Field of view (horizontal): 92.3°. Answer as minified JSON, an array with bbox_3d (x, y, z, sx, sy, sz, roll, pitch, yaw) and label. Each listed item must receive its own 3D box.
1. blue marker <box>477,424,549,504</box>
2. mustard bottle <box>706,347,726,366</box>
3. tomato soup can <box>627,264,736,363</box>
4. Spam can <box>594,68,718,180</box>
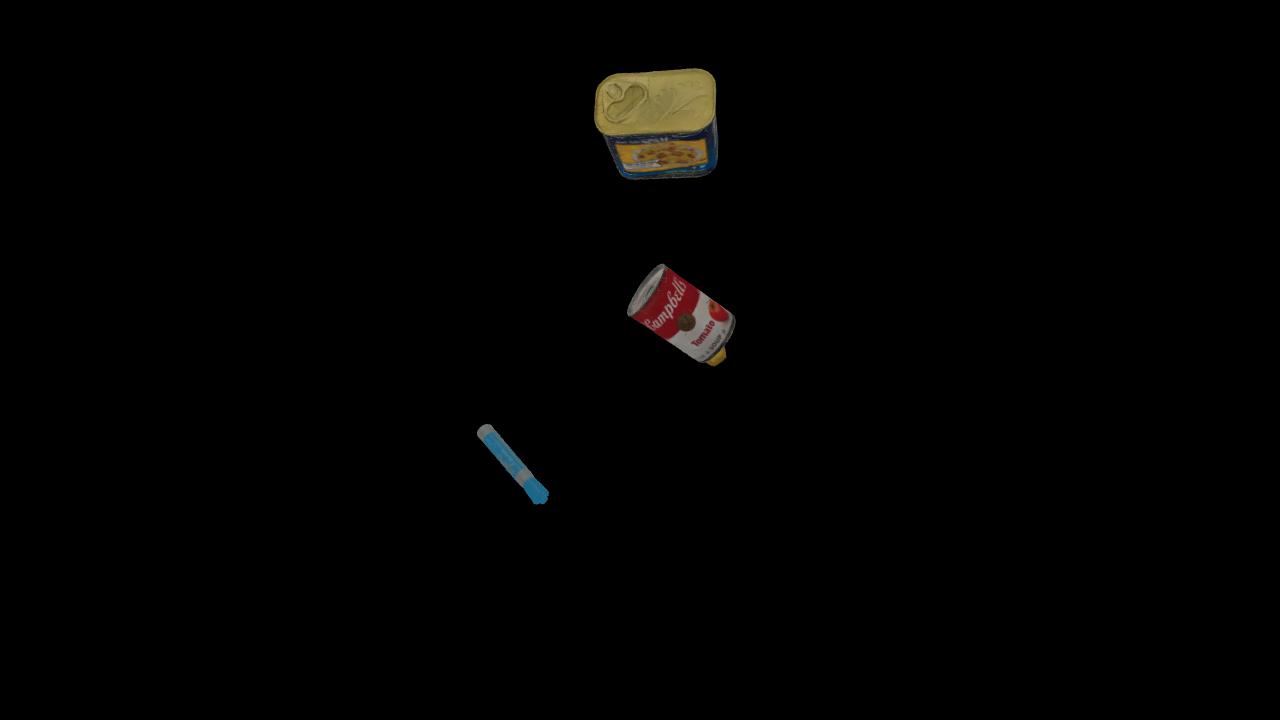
[{"bbox_3d":[-0.135,0.110,0.652,0.020,0.020,0.121,0,32,-49],"label":"blue marker"},{"bbox_3d":[0.104,-0.053,1.037,0.054,0.092,0.184,-29,-19,3],"label":"mustard bottle"},{"bbox_3d":[0.046,-0.049,0.673,0.101,0.068,0.068,33,-11,-17],"label":"tomato soup can"},{"bbox_3d":[0.019,-0.203,0.543,0.101,0.058,0.085,2,-11,11],"label":"Spam can"}]
